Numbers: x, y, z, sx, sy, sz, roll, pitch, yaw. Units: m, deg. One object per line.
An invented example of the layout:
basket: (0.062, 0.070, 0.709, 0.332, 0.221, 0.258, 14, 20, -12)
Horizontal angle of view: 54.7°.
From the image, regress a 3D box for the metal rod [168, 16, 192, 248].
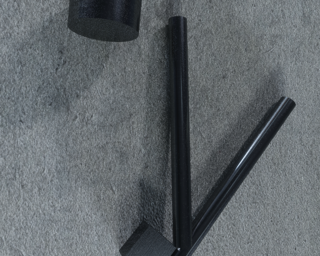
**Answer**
metal rod: (0.027, 0.003, 0.409, 0.025, 0.025, 0.298, 0, 87, -20)

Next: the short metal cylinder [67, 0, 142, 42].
short metal cylinder: (-0.062, -0.136, 0.356, 0.081, 0.080, 0.050, 5, 89, -20)

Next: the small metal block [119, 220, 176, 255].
small metal block: (-0.016, 0.158, 0.403, 0.050, 0.025, 0.050, 44, 76, -15)

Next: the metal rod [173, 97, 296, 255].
metal rod: (0.108, 0.073, 0.448, 0.025, 0.025, 0.300, 43, 77, -15)
